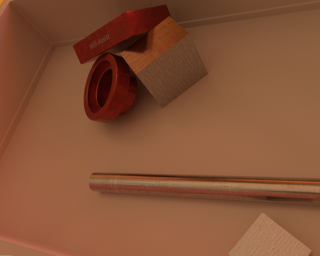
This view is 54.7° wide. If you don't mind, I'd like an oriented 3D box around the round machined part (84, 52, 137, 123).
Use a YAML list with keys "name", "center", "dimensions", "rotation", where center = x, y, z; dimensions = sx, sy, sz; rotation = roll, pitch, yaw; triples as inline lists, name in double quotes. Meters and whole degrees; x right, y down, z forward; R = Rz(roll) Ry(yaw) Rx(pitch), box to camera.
- name: "round machined part"
  center: [-0.069, -0.055, 0.445]
  dimensions: [0.098, 0.042, 0.098]
  rotation: [-18, 66, 49]

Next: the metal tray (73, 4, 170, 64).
- name: "metal tray"
  center: [-0.056, -0.136, 0.456]
  dimensions: [0.130, 0.030, 0.091]
  rotation: [-11, 15, 45]

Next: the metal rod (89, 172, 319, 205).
- name: "metal rod"
  center: [0.050, 0.064, 0.339]
  dimensions: [0.301, 0.025, 0.025]
  rotation: [-3, 61, 26]

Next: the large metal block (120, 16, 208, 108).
- name: "large metal block"
  center: [0.008, -0.086, 0.418]
  dimensions: [0.080, 0.080, 0.050]
  rotation: [-37, 52, 3]

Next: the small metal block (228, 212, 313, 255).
- name: "small metal block"
  center: [0.100, 0.115, 0.282]
  dimensions: [0.050, 0.025, 0.050]
  rotation: [-48, 52, -6]
